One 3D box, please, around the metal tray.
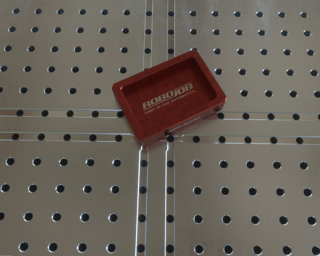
[{"bbox_3d":[0.012,-0.042,0.424,0.131,0.030,0.090,-25,72,-9],"label":"metal tray"}]
